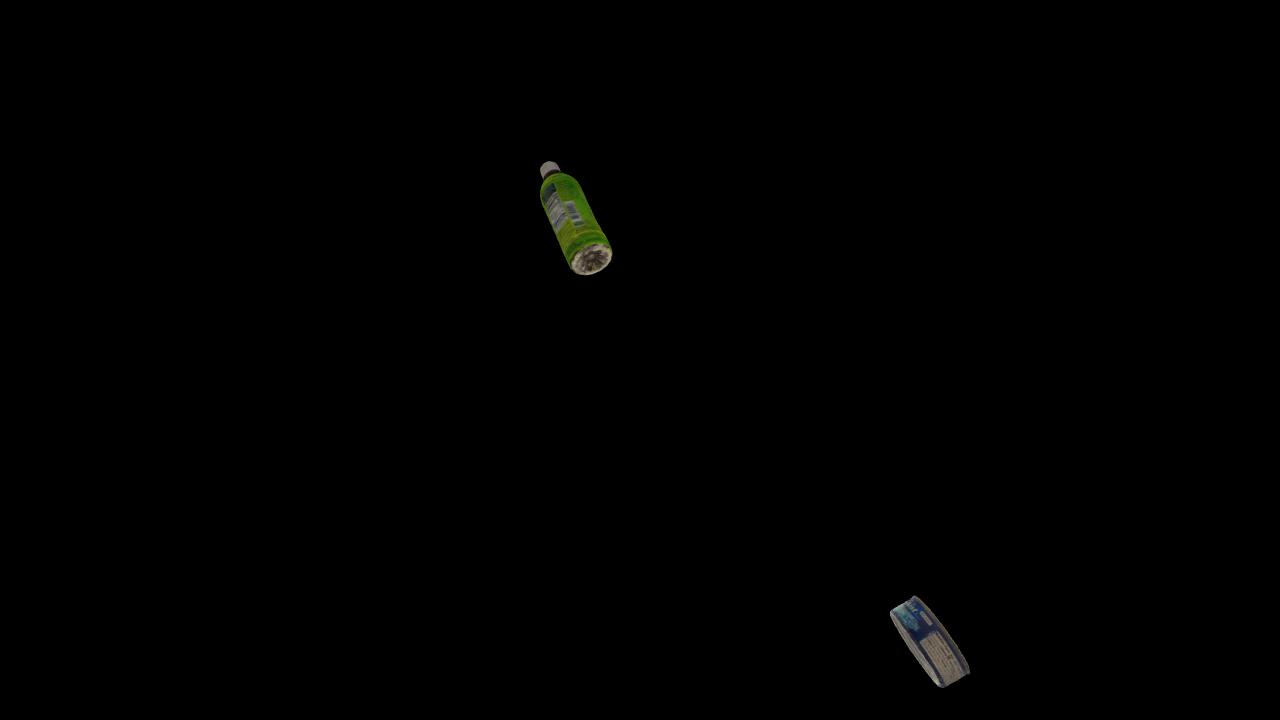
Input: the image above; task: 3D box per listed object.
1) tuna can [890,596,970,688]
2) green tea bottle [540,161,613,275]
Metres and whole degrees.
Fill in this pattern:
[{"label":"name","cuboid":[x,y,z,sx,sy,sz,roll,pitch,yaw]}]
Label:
[{"label":"tuna can","cuboid":[0.298,0.291,0.637,0.034,0.084,0.084,-31,-1,2]},{"label":"green tea bottle","cuboid":[-0.109,-0.229,0.952,0.073,0.212,0.073,-19,-27,-10]}]
